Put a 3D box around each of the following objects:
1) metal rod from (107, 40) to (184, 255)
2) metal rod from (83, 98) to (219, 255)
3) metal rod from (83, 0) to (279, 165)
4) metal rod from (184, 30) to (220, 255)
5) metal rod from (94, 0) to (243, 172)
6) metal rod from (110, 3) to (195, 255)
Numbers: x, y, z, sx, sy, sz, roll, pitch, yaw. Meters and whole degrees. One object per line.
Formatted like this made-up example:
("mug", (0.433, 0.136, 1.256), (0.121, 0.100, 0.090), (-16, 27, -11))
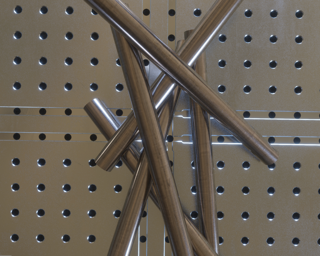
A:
("metal rod", (-0.010, 0.028, 0.382), (0.025, 0.025, 0.299), (18, 77, 0))
("metal rod", (0.000, 0.086, 0.398), (0.025, 0.025, 0.300), (-38, 84, 0))
("metal rod", (0.041, -0.046, 0.354), (0.301, 0.025, 0.025), (39, 90, -24))
("metal rod", (0.055, 0.027, 0.401), (0.025, 0.025, 0.298), (-5, 95, 0))
("metal rod", (0.021, -0.071, 0.367), (0.025, 0.025, 0.299), (38, 96, 0))
("metal rod", (-0.008, 0.013, 0.353), (0.025, 0.025, 0.299), (-15, 97, 0))
